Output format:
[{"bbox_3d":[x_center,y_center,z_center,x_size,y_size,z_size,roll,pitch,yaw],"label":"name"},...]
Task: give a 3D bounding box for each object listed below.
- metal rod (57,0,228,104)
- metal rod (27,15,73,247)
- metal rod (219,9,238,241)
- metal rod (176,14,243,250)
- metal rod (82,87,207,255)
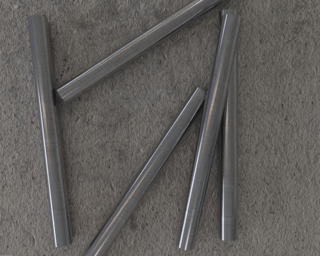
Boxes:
[{"bbox_3d":[-0.002,-0.124,0.409,0.301,0.025,0.025,-33,90,0],"label":"metal rod"},{"bbox_3d":[-0.144,0.004,0.408,0.025,0.025,0.298,-7,90,0],"label":"metal rod"},{"bbox_3d":[0.090,-0.004,0.410,0.025,0.025,0.298,0,90,0],"label":"metal rod"},{"bbox_3d":[0.061,0.010,0.396,0.025,0.025,0.298,11,96,0],"label":"metal rod"},{"bbox_3d":[-0.027,0.077,0.409,0.025,0.025,0.299,34,90,0],"label":"metal rod"}]
